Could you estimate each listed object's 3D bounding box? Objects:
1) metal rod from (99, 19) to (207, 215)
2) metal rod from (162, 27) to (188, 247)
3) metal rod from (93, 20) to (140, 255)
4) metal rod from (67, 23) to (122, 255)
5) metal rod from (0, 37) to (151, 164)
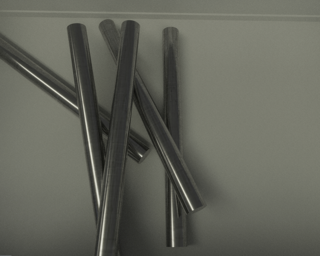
[{"bbox_3d":[-0.020,-0.031,0.403,0.025,0.025,0.299,-22,65,-8],"label":"metal rod"},{"bbox_3d":[0.018,-0.003,0.410,0.025,0.025,0.299,-1,70,-1],"label":"metal rod"},{"bbox_3d":[-0.049,0.004,0.371,0.025,0.025,0.299,4,72,1],"label":"metal rod"},{"bbox_3d":[-0.082,0.012,0.381,0.025,0.025,0.299,-10,79,-4],"label":"metal rod"},{"bbox_3d":[-0.139,-0.050,0.426,0.300,0.025,0.025,36,74,11],"label":"metal rod"}]
